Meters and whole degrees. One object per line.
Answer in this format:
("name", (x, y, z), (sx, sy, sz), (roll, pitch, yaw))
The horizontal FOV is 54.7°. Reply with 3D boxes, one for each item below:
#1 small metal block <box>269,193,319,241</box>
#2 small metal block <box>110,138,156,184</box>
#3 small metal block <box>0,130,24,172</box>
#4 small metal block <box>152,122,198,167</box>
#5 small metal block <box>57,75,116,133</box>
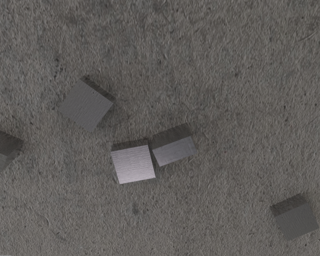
("small metal block", (0.199, 0.133, 0.460), (0.050, 0.025, 0.050), (-28, 108, 9))
("small metal block", (-0.036, 0.045, 0.426), (0.050, 0.025, 0.050), (-11, 110, 4))
("small metal block", (-0.216, 0.026, 0.404), (0.050, 0.050, 0.025), (26, 108, -9))
("small metal block", (0.018, 0.020, 0.404), (0.050, 0.050, 0.025), (-21, 109, 7))
("small metal block", (-0.093, -0.031, 0.397), (0.050, 0.025, 0.050), (36, 106, -13))
